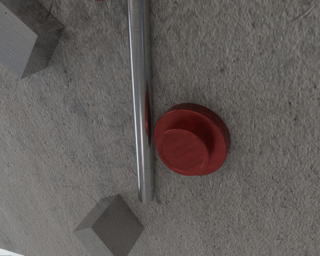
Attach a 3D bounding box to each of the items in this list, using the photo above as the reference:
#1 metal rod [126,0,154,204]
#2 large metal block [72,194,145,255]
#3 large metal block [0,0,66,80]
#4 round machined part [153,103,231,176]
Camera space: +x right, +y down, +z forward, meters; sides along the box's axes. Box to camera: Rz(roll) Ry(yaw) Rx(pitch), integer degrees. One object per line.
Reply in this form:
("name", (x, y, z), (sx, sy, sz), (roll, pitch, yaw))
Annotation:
("metal rod", (-0.023, -0.018, 0.407), (0.025, 0.025, 0.298), (13, 124, 21))
("large metal block", (-0.084, 0.172, 0.522), (0.050, 0.080, 0.080), (-25, 105, 37))
("large metal block", (-0.185, -0.126, 0.410), (0.080, 0.050, 0.080), (43, 129, -2))
("round machined part", (0.035, 0.021, 0.390), (0.098, 0.042, 0.097), (13, 124, 21))
